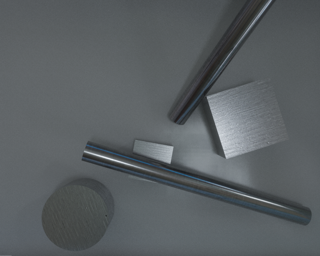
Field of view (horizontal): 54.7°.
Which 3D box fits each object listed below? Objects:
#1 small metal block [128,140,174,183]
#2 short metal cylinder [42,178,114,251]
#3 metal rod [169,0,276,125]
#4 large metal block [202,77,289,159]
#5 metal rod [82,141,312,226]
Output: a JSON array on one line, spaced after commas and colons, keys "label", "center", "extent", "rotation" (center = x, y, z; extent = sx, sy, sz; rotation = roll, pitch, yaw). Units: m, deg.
[{"label": "small metal block", "center": [-0.012, 0.044, 0.411], "extent": [0.050, 0.025, 0.050], "rotation": [10, 90, -1]}, {"label": "short metal cylinder", "center": [-0.102, 0.108, 0.398], "extent": [0.081, 0.050, 0.079], "rotation": [0, 90, -1]}, {"label": "metal rod", "center": [0.095, -0.118, 0.337], "extent": [0.025, 0.025, 0.298], "rotation": [34, 121, -1]}, {"label": "large metal block", "center": [0.107, -0.012, 0.400], "extent": [0.080, 0.050, 0.080], "rotation": [-17, 90, -1]}, {"label": "metal rod", "center": [0.052, 0.073, 0.392], "extent": [0.302, 0.025, 0.025], "rotation": [18, 90, -8]}]
